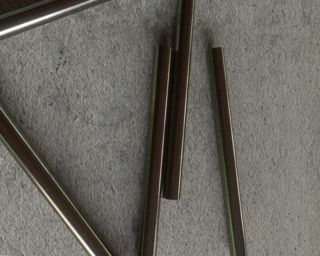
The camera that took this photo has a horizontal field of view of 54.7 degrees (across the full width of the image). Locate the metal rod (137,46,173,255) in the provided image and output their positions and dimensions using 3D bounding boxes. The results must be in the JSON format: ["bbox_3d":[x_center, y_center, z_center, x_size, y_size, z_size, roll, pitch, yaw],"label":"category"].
[{"bbox_3d":[-0.007,0.043,0.406,0.025,0.025,0.298,5,88,-20],"label":"metal rod"}]

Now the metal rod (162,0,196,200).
[{"bbox_3d":[0.027,-0.055,0.418,0.025,0.025,0.298,5,88,-20],"label":"metal rod"}]

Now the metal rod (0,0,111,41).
[{"bbox_3d":[-0.177,-0.111,0.343,0.302,0.025,0.025,-28,100,-18],"label":"metal rod"}]

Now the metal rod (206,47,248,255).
[{"bbox_3d":[0.096,0.037,0.444,0.025,0.025,0.298,-8,93,-20],"label":"metal rod"}]

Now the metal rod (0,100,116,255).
[{"bbox_3d":[-0.126,0.071,0.362,0.025,0.025,0.299,-36,102,-16],"label":"metal rod"}]
